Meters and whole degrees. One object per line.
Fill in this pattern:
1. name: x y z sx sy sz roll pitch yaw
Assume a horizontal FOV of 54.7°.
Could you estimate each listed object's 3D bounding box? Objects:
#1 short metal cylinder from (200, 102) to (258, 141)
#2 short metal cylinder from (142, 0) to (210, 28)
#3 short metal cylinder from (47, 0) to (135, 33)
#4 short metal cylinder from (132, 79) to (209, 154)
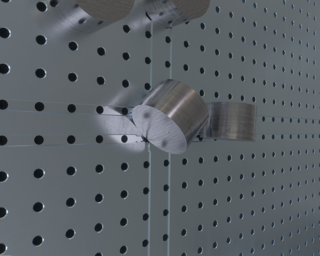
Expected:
1. short metal cylinder: 0.102 -0.008 0.458 0.081 0.080 0.050 8 85 -40
2. short metal cylinder: 0.021 -0.179 0.410 0.081 0.050 0.079 0 90 -40
3. short metal cylinder: -0.074 -0.147 0.330 0.081 0.050 0.079 0 90 -40
4. short metal cylinder: 0.013 -0.013 0.384 0.050 0.080 0.080 -49 119 -29
